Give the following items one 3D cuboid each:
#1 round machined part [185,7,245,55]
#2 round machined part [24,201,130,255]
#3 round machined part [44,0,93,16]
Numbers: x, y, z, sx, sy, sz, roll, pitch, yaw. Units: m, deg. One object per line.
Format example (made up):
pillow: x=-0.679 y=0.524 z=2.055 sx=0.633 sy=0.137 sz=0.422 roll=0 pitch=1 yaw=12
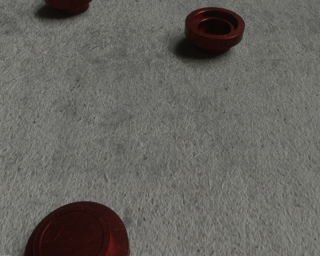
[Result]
round machined part: x=0.091 y=-0.162 z=0.529 sx=0.099 sy=0.042 sz=0.098 roll=0 pitch=50 yaw=0
round machined part: x=-0.080 y=0.114 z=0.296 sx=0.099 sy=0.042 sz=0.098 roll=0 pitch=50 yaw=0
round machined part: x=-0.177 y=-0.257 z=0.607 sx=0.099 sy=0.042 sz=0.098 roll=0 pitch=50 yaw=0
